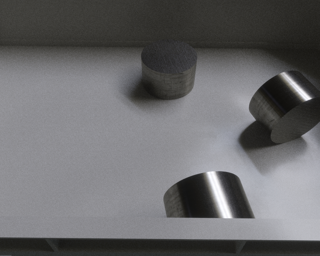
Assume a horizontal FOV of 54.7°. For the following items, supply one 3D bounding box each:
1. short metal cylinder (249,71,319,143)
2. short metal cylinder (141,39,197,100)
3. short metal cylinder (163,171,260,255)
[{"bbox_3d":[0.162,-0.026,0.393,0.081,0.080,0.050,-16,52,-14],"label":"short metal cylinder"},{"bbox_3d":[0.013,-0.088,0.463,0.081,0.050,0.080,0,50,0],"label":"short metal cylinder"},{"bbox_3d":[0.047,0.085,0.299,0.081,0.080,0.050,-8,51,-7],"label":"short metal cylinder"}]
